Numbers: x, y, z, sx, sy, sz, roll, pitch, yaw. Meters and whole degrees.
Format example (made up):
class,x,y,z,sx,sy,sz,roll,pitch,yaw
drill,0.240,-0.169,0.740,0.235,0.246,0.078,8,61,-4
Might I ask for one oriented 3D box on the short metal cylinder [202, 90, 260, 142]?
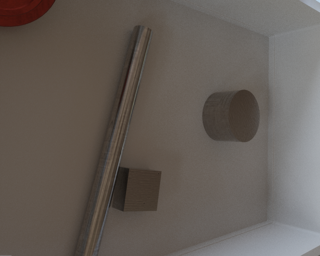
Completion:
class,x,y,z,sx,sy,sz,roll,pitch,yaw
short metal cylinder,0.113,-0.018,0.488,0.081,0.050,0.079,0,90,-40

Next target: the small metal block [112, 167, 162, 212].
class,x,y,z,sx,sy,sz,roll,pitch,yaw
small metal block,-0.028,0.076,0.385,0.050,0.025,0.050,12,83,-40

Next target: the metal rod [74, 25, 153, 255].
class,x,y,z,sx,sy,sz,roll,pitch,yaw
metal rod,-0.054,0.021,0.363,0.025,0.025,0.299,21,76,-38

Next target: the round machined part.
class,x,y,z,sx,sy,sz,roll,pitch,yaw
round machined part,-0.132,-0.132,0.257,0.099,0.042,0.097,-18,130,-22
